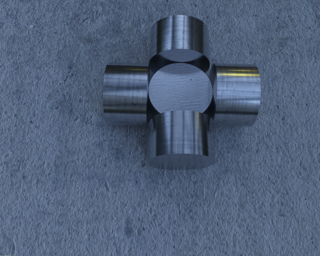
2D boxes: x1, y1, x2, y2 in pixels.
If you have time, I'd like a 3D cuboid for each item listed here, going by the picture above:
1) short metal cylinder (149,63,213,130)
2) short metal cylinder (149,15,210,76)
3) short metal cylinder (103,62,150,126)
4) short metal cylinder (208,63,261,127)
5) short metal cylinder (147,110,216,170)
[{"bbox_3d":[0.026,-0.039,0.411,0.081,0.050,0.080,0,70,0],"label":"short metal cylinder"},{"bbox_3d":[0.026,-0.106,0.418,0.081,0.080,0.050,2,71,0],"label":"short metal cylinder"},{"bbox_3d":[-0.040,-0.043,0.396,0.050,0.080,0.080,2,70,1],"label":"short metal cylinder"},{"bbox_3d":[0.091,-0.042,0.397,0.050,0.080,0.080,2,70,1],"label":"short metal cylinder"},{"bbox_3d":[0.025,0.018,0.374,0.081,0.080,0.050,0,70,0],"label":"short metal cylinder"}]
